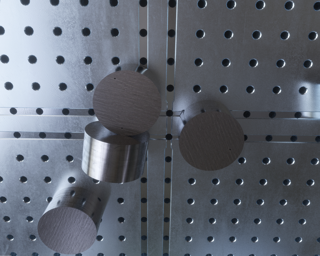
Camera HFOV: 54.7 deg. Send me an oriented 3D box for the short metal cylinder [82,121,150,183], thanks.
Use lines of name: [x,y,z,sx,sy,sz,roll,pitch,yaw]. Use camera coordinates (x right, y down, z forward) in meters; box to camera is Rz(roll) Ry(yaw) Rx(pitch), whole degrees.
short metal cylinder: [-0.056,0.027,0.393,0.081,0.080,0.050,9,110,-4]

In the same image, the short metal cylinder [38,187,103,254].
short metal cylinder: [-0.127,0.133,0.448,0.081,0.050,0.079,0,110,0]

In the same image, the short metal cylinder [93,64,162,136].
short metal cylinder: [-0.038,-0.037,0.386,0.081,0.050,0.079,0,110,0]

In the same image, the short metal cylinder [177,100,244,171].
short metal cylinder: [0.063,0.009,0.404,0.081,0.050,0.079,0,110,0]
